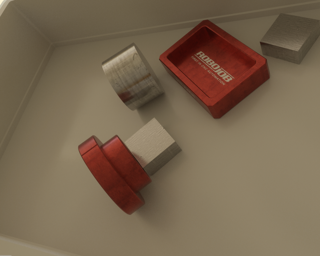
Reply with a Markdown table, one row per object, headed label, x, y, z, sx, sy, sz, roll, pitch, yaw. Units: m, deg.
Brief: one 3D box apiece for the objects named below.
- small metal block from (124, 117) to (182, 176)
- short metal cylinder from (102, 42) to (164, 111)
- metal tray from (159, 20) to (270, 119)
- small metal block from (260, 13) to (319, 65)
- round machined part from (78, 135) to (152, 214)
| label | x | y | z | sx | sy | sz | roll | pitch | yaw |
| --- | --- | --- | --- | --- | --- | --- | --- | --- | --- |
| small metal block | -0.009 | 0.023 | 0.394 | 0.050 | 0.025 | 0.050 | -40 | 51 | -1 |
| short metal cylinder | -0.036 | -0.071 | 0.431 | 0.050 | 0.080 | 0.080 | -31 | 52 | 8 |
| metal tray | 0.068 | -0.083 | 0.416 | 0.090 | 0.030 | 0.130 | -39 | 51 | 1 |
| small metal block | 0.163 | -0.113 | 0.389 | 0.050 | 0.025 | 0.050 | 29 | 78 | 37 |
| round machined part | -0.046 | 0.046 | 0.354 | 0.042 | 0.098 | 0.098 | -37 | 51 | -6 |
